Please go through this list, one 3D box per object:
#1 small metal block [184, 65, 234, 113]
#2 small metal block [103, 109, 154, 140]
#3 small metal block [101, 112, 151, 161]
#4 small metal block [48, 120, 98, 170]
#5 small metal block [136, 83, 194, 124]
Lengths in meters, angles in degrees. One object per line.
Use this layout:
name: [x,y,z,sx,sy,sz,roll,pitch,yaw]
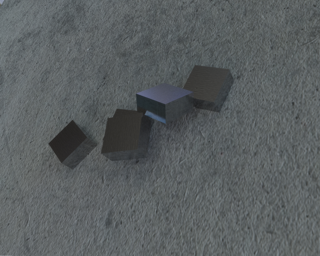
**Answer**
small metal block: [0.061,-0.052,0.404,0.050,0.025,0.050,15,69,34]
small metal block: [-0.043,0.003,0.424,0.050,0.025,0.050,8,66,31]
small metal block: [-0.041,0.012,0.387,0.050,0.025,0.050,-8,59,23]
small metal block: [-0.129,0.024,0.457,0.050,0.025,0.050,-46,51,-4]
small metal block: [0.006,-0.032,0.387,0.050,0.025,0.050,24,37,39]
